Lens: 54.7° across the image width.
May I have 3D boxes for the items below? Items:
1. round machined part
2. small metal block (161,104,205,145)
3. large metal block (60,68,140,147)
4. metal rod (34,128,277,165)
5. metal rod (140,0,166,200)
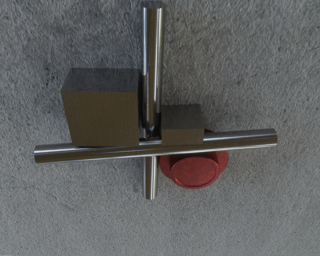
[{"bbox_3d":[0.048,0.050,0.440,0.099,0.042,0.097,-1,130,0],"label":"round machined part"},{"bbox_3d":[0.027,-0.005,0.388,0.050,0.050,0.025,-1,130,0],"label":"small metal block"},{"bbox_3d":[-0.065,-0.024,0.370,0.081,0.050,0.079,1,130,-1],"label":"large metal block"},{"bbox_3d":[-0.003,0.023,0.396,0.302,0.025,0.025,-4,130,-3],"label":"metal rod"},{"bbox_3d":[-0.012,-0.008,0.401,0.025,0.025,0.298,1,130,-2],"label":"metal rod"}]
